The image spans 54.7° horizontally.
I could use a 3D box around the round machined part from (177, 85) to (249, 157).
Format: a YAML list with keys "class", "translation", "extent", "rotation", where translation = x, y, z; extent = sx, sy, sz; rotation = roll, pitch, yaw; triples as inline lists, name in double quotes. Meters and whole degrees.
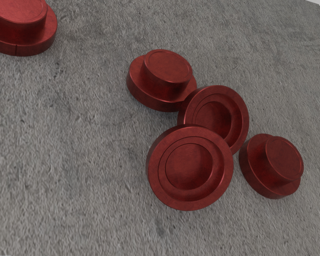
- class: "round machined part"
  translation: [0.066, -0.007, 0.415]
  extent: [0.099, 0.042, 0.097]
  rotation: [-2, 94, -23]

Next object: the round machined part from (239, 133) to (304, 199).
- class: "round machined part"
  translation: [0.168, 0.051, 0.452]
  extent: [0.099, 0.042, 0.098]
  rotation: [14, 56, -21]

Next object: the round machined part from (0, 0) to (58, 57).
- class: "round machined part"
  translation: [-0.178, -0.140, 0.383]
  extent: [0.099, 0.042, 0.098]
  rotation: [14, 56, -21]

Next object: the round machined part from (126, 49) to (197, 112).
- class: "round machined part"
  translation: [0.006, -0.072, 0.428]
  extent: [0.099, 0.042, 0.098]
  rotation: [12, 48, -13]

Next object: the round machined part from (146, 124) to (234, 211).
- class: "round machined part"
  translation: [0.032, 0.043, 0.362]
  extent: [0.099, 0.042, 0.097]
  rotation: [-2, 100, -10]
